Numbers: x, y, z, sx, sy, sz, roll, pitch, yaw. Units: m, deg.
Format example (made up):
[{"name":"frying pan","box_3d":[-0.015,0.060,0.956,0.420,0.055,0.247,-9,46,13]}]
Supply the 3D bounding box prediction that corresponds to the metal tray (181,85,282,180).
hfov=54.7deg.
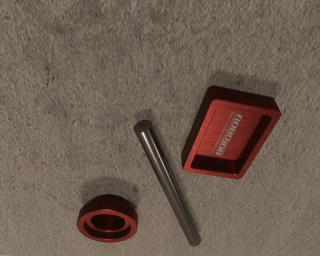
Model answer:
[{"name":"metal tray","box_3d":[0.089,0.011,0.414,0.091,0.030,0.129,10,130,-9]}]

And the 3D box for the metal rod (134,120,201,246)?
[{"name":"metal rod","box_3d":[0.022,0.106,0.497,0.025,0.025,0.299,-14,129,11]}]

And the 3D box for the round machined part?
[{"name":"round machined part","box_3d":[-0.086,0.149,0.522,0.099,0.042,0.097,-1,130,0]}]
